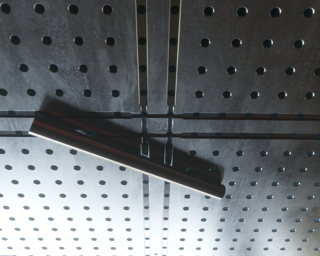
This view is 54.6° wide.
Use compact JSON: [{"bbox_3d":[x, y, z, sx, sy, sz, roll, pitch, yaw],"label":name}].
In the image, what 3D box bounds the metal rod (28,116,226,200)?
[{"bbox_3d":[-0.035,0.050,0.453,0.302,0.025,0.025,22,127,-18],"label":"metal rod"}]
